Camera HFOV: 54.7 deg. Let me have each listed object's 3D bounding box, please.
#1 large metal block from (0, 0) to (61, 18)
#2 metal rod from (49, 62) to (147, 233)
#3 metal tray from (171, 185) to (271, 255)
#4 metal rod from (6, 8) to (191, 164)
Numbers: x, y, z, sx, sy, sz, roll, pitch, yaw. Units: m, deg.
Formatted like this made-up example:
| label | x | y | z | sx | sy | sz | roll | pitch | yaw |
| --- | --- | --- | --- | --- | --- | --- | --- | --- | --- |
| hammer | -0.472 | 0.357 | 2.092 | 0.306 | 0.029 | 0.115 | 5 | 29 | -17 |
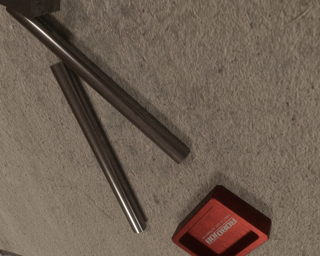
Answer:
| label | x | y | z | sx | sy | sz | roll | pitch | yaw |
| --- | --- | --- | --- | --- | --- | --- | --- | --- | --- |
| large metal block | -0.164 | -0.186 | 0.360 | 0.080 | 0.050 | 0.079 | 26 | 128 | 11 |
| metal rod | -0.087 | 0.041 | 0.475 | 0.025 | 0.025 | 0.299 | -9 | 114 | 31 |
| metal tray | 0.085 | 0.151 | 0.450 | 0.090 | 0.030 | 0.129 | 35 | 129 | 4 |
| metal rod | -0.080 | -0.061 | 0.409 | 0.300 | 0.025 | 0.025 | 42 | 129 | -1 |
